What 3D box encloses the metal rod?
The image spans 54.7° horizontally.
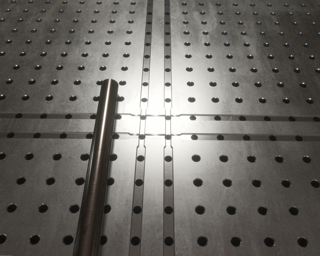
[{"bbox_3d":[-0.073,0.051,0.363,0.025,0.025,0.300,0,50,-1],"label":"metal rod"}]
